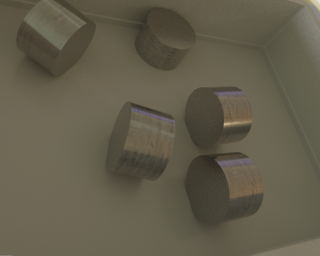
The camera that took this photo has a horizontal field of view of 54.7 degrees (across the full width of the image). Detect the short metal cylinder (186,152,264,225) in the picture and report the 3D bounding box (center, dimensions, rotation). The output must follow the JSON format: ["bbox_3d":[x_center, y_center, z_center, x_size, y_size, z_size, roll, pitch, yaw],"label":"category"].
[{"bbox_3d":[0.075,0.070,0.370,0.050,0.080,0.080,-2,63,-30],"label":"short metal cylinder"}]

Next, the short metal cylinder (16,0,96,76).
[{"bbox_3d":[-0.123,-0.109,0.372,0.050,0.080,0.080,37,51,-4],"label":"short metal cylinder"}]

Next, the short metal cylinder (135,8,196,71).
[{"bbox_3d":[0.008,-0.136,0.479,0.081,0.050,0.080,14,56,-21],"label":"short metal cylinder"}]

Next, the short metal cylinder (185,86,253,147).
[{"bbox_3d":[0.079,-0.017,0.425,0.050,0.080,0.080,-6,65,-31],"label":"short metal cylinder"}]

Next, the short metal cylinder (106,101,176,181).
[{"bbox_3d":[-0.023,0.015,0.350,0.050,0.080,0.080,17,55,-19],"label":"short metal cylinder"}]
